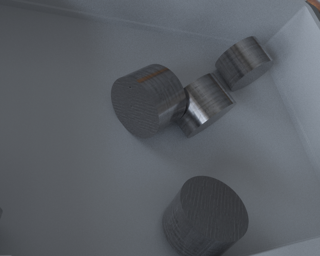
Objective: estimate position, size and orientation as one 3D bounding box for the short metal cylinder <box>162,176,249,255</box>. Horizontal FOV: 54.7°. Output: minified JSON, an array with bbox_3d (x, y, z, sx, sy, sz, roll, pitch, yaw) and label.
[{"bbox_3d":[0.049,0.100,0.343,0.081,0.050,0.080,17,39,-14],"label":"short metal cylinder"}]

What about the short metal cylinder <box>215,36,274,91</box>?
[{"bbox_3d":[0.139,-0.105,0.512,0.081,0.080,0.050,-21,73,-36],"label":"short metal cylinder"}]

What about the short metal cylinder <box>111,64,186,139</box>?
[{"bbox_3d":[-0.015,-0.033,0.384,0.050,0.080,0.080,-33,81,-38],"label":"short metal cylinder"}]

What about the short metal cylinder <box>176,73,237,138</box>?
[{"bbox_3d":[0.056,-0.029,0.420,0.081,0.080,0.050,-27,77,-37],"label":"short metal cylinder"}]

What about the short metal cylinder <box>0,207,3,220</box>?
[{"bbox_3d":[-0.169,0.080,0.231,0.081,0.080,0.050,17,55,-19],"label":"short metal cylinder"}]
